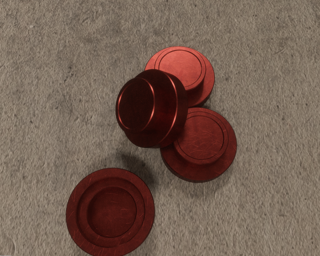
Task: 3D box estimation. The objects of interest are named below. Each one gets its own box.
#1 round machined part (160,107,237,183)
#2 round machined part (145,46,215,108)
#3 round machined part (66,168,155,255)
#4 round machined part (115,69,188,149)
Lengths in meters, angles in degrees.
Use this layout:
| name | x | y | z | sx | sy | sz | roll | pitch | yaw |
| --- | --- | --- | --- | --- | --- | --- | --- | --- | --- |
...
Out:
| name | x | y | z | sx | sy | sz | roll | pitch | yaw |
| --- | --- | --- | --- | --- | --- | --- | --- | --- | --- |
| round machined part | 0.049 | 0.018 | 0.393 | 0.099 | 0.042 | 0.098 | 0 | 70 | -1 |
| round machined part | 0.027 | -0.072 | 0.426 | 0.099 | 0.042 | 0.098 | 0 | 70 | -1 |
| round machined part | -0.055 | 0.099 | 0.362 | 0.099 | 0.042 | 0.098 | 0 | 70 | -1 |
| round machined part | -0.017 | -0.024 | 0.379 | 0.098 | 0.042 | 0.097 | -7 | 80 | 42 |
